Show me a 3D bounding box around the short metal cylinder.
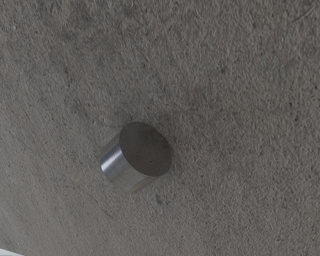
[{"bbox_3d":[-0.031,0.039,0.412,0.080,0.080,0.050,45,129,-3],"label":"short metal cylinder"}]
